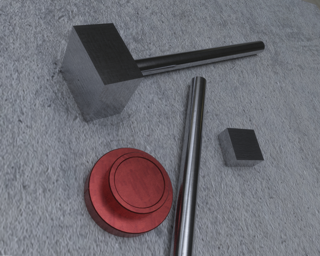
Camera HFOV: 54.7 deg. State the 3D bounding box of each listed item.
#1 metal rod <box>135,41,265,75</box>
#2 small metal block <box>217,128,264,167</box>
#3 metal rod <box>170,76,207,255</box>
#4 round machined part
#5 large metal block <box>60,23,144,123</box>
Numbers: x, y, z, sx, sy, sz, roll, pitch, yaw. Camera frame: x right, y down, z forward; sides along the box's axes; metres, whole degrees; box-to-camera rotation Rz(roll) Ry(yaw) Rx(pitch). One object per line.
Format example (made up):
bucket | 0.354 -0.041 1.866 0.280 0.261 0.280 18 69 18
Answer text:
metal rod | 0.078 -0.121 0.521 0.302 0.025 0.025 -18 72 -35
small metal block | 0.117 0.029 0.452 0.050 0.025 0.050 4 60 -27
metal rod | 0.039 0.050 0.395 0.025 0.025 0.300 22 53 -16
round machined part | -0.029 0.065 0.339 0.099 0.042 0.098 14 56 -21
large metal block | -0.073 -0.065 0.370 0.050 0.080 0.080 -18 72 -35
